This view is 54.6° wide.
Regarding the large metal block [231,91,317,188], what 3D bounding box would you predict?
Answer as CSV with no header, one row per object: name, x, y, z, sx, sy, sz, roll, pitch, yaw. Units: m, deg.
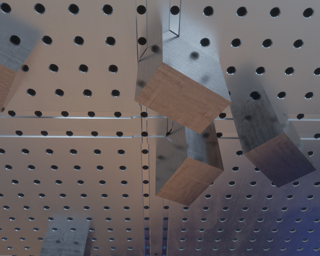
large metal block,0.140,0.014,0.388,0.050,0.080,0.080,-34,122,25

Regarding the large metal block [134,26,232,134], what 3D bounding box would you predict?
large metal block,0.022,-0.052,0.332,0.080,0.080,0.050,26,125,-21

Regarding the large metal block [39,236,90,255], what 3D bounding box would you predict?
large metal block,-0.186,0.258,0.613,0.080,0.050,0.080,3,130,-3

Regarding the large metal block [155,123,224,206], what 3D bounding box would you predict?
large metal block,0.035,0.043,0.412,0.050,0.080,0.080,22,127,-18

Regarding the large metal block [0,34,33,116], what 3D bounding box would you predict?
large metal block,-0.200,-0.064,0.339,0.080,0.050,0.080,26,125,-21
